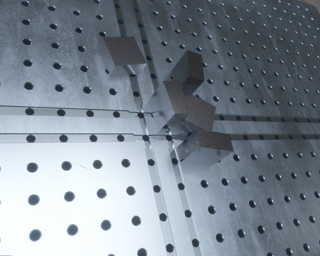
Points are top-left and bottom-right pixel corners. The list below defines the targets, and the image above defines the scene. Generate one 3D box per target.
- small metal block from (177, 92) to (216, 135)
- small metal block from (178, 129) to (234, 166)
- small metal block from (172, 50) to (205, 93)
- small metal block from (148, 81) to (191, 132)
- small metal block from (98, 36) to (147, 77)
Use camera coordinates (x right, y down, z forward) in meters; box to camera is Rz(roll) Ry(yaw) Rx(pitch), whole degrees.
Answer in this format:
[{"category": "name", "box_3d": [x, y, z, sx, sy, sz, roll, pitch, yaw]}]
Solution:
[{"category": "small metal block", "box_3d": [0.050, -0.017, 0.447, 0.050, 0.025, 0.050, 26, 52, -13]}, {"category": "small metal block", "box_3d": [0.059, 0.027, 0.409, 0.050, 0.050, 0.025, 9, 58, -24]}, {"category": "small metal block", "box_3d": [0.041, -0.079, 0.464, 0.025, 0.050, 0.050, 13, 56, -21]}, {"category": "small metal block", "box_3d": [0.012, -0.029, 0.418, 0.025, 0.050, 0.050, -5, 64, -30]}, {"category": "small metal block", "box_3d": [-0.054, -0.103, 0.443, 0.050, 0.025, 0.050, -12, 68, -34]}]
